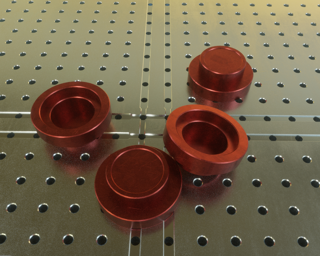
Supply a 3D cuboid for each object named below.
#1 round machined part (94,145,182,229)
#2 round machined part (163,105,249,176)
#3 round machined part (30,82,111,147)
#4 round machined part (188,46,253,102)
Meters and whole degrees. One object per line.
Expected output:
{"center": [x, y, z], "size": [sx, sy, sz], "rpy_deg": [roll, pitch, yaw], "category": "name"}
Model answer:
{"center": [-0.024, 0.058, 0.348], "size": [0.099, 0.042, 0.098], "rpy_deg": [0, 50, 0], "category": "round machined part"}
{"center": [0.051, 0.018, 0.372], "size": [0.099, 0.042, 0.098], "rpy_deg": [9, 42, -8], "category": "round machined part"}
{"center": [-0.113, -0.013, 0.406], "size": [0.099, 0.042, 0.098], "rpy_deg": [0, 50, 0], "category": "round machined part"}
{"center": [0.093, -0.089, 0.472], "size": [0.099, 0.042, 0.098], "rpy_deg": [0, 50, 0], "category": "round machined part"}
